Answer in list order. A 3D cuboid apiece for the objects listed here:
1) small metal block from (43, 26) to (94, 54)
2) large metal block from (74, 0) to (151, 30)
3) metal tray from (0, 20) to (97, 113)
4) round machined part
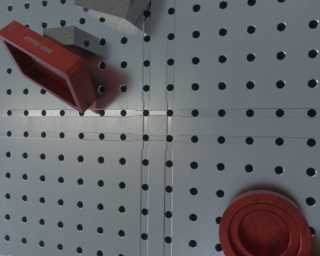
[{"bbox_3d":[-0.130,-0.125,0.445,0.050,0.050,0.025,1,90,20],"label":"small metal block"},{"bbox_3d":[-0.058,-0.188,0.420,0.080,0.050,0.080,21,97,18],"label":"large metal block"},{"bbox_3d":[-0.154,-0.083,0.432,0.130,0.090,0.030,31,64,17],"label":"metal tray"},{"bbox_3d":[0.121,0.121,0.361,0.098,0.042,0.097,0,90,19],"label":"round machined part"}]
